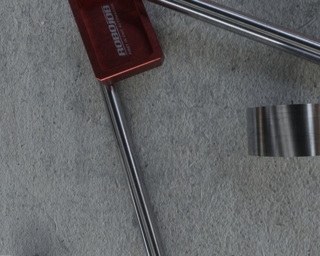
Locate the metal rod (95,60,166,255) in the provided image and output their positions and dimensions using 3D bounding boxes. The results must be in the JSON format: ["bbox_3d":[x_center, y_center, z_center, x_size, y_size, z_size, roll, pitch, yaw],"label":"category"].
[{"bbox_3d":[-0.040,0.051,0.422,0.025,0.025,0.299,-18,84,19],"label":"metal rod"}]

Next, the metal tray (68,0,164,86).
[{"bbox_3d":[-0.059,-0.132,0.412,0.090,0.030,0.129,-21,83,0],"label":"metal tray"}]

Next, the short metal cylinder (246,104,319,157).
[{"bbox_3d":[0.135,0.002,0.332,0.080,0.080,0.050,-2,89,20],"label":"short metal cylinder"}]

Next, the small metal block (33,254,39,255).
[{"bbox_3d":[-0.193,0.234,0.477,0.050,0.025,0.050,36,101,16],"label":"small metal block"}]

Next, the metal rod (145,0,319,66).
[{"bbox_3d":[0.074,-0.130,0.364,0.301,0.025,0.025,25,98,11],"label":"metal rod"}]
